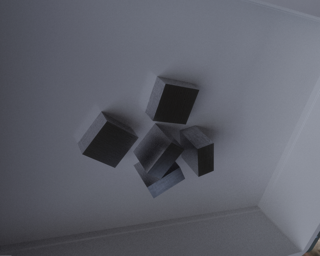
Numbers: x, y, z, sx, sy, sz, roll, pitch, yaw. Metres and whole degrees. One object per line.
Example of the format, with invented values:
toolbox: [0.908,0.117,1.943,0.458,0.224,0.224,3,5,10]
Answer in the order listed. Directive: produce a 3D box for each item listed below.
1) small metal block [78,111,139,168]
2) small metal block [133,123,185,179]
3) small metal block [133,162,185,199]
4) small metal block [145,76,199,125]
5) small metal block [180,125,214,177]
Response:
small metal block: [-0.064,0.015,0.383,0.050,0.025,0.050,31,101,-38]
small metal block: [-0.003,0.030,0.409,0.025,0.050,0.050,31,101,-38]
small metal block: [-0.002,0.061,0.429,0.050,0.050,0.025,-31,129,-9]
small metal block: [0.015,-0.034,0.396,0.050,0.025,0.050,6,116,-31]
small metal block: [0.052,0.032,0.441,0.025,0.050,0.050,-19,126,-17]
